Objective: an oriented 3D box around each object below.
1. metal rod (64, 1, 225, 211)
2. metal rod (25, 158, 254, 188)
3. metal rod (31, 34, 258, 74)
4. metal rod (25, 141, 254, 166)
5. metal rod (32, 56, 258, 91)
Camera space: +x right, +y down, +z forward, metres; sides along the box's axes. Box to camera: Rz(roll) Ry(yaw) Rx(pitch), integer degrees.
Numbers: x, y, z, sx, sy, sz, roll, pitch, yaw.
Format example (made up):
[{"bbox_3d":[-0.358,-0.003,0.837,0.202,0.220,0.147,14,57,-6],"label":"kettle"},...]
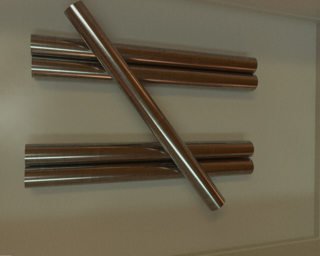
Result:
[{"bbox_3d":[-0.011,-0.017,0.379,0.025,0.025,0.299,-40,103,-16],"label":"metal rod"},{"bbox_3d":[-0.011,0.056,0.404,0.302,0.025,0.025,0,90,-20],"label":"metal rod"},{"bbox_3d":[-0.005,-0.093,0.406,0.302,0.025,0.025,1,90,-20],"label":"metal rod"},{"bbox_3d":[-0.011,0.031,0.404,0.302,0.025,0.025,0,90,-20],"label":"metal rod"},{"bbox_3d":[-0.005,-0.068,0.407,0.302,0.025,0.025,1,90,-20],"label":"metal rod"}]
